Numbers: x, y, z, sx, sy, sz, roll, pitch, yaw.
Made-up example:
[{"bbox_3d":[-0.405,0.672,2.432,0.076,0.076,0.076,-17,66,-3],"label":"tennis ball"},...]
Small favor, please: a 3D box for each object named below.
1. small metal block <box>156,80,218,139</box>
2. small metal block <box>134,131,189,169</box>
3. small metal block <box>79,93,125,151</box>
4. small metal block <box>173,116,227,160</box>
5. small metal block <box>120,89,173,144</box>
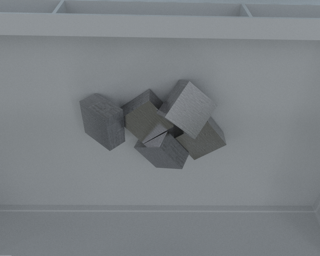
[{"bbox_3d":[0.033,-0.023,0.373,0.050,0.025,0.050,36,86,-27],"label":"small metal block"},{"bbox_3d":[0.002,0.031,0.418,0.050,0.025,0.050,-4,139,46],"label":"small metal block"},{"bbox_3d":[-0.070,-0.008,0.381,0.050,0.025,0.050,31,138,31],"label":"small metal block"},{"bbox_3d":[0.053,0.010,0.416,0.050,0.025,0.050,-29,125,22],"label":"small metal block"},{"bbox_3d":[-0.017,-0.014,0.395,0.050,0.025,0.050,-30,124,23],"label":"small metal block"}]
